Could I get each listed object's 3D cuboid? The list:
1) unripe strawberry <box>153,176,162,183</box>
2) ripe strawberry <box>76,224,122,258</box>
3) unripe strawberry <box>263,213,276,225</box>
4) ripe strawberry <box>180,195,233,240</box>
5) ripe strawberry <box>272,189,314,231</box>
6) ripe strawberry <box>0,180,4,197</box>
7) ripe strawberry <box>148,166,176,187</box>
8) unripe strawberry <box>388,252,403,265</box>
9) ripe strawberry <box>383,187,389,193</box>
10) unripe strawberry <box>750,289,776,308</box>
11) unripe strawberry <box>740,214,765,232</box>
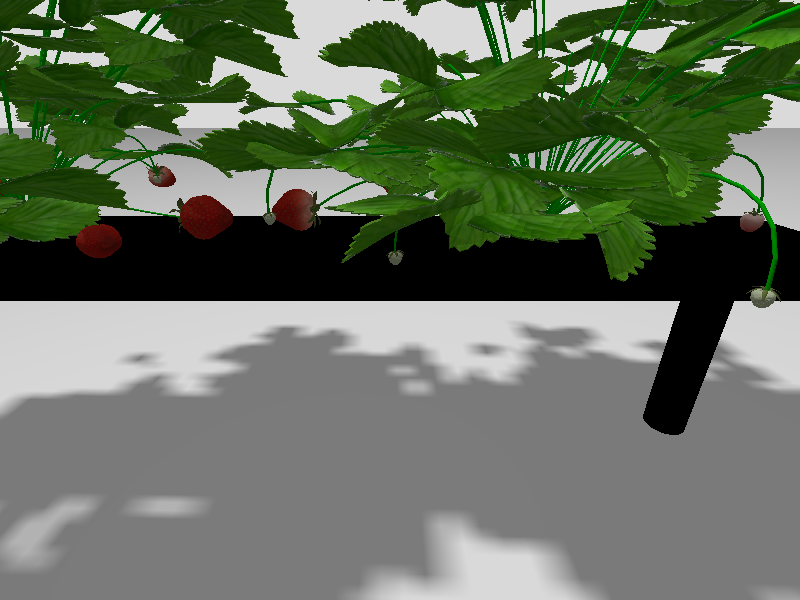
[{"bbox_3d":[-0.326,-0.162,0.539,0.011,0.010,0.010,0,25,1],"label":"unripe strawberry"},{"bbox_3d":[-0.215,-0.042,0.288,0.025,0.024,0.027,15,29,28],"label":"ripe strawberry"},{"bbox_3d":[-0.108,-0.067,0.332,0.010,0.010,0.009,-2,25,-5],"label":"unripe strawberry"},{"bbox_3d":[-0.158,-0.068,0.330,0.036,0.036,0.040,4,25,6],"label":"ripe strawberry"},{"bbox_3d":[-0.095,-0.080,0.357,0.037,0.036,0.040,0,25,2],"label":"ripe strawberry"},{"bbox_3d":[-0.506,-0.140,0.498,0.031,0.030,0.028,15,28,41],"label":"ripe strawberry"},{"bbox_3d":[-0.333,-0.171,0.562,0.034,0.030,0.031,0,-12,-1],"label":"ripe strawberry"},{"bbox_3d":[-0.003,-0.029,0.276,0.010,0.010,0.009,-17,30,-32],"label":"unripe strawberry"},{"bbox_3d":[-0.009,-0.154,0.519,0.038,0.034,0.034,-16,29,-31],"label":"ripe strawberry"},{"bbox_3d":[0.172,-0.001,0.191,0.009,0.010,0.010,-7,26,-15],"label":"unripe strawberry"},{"bbox_3d":[0.308,-0.068,0.351,0.017,0.016,0.015,0,25,1],"label":"unripe strawberry"}]
